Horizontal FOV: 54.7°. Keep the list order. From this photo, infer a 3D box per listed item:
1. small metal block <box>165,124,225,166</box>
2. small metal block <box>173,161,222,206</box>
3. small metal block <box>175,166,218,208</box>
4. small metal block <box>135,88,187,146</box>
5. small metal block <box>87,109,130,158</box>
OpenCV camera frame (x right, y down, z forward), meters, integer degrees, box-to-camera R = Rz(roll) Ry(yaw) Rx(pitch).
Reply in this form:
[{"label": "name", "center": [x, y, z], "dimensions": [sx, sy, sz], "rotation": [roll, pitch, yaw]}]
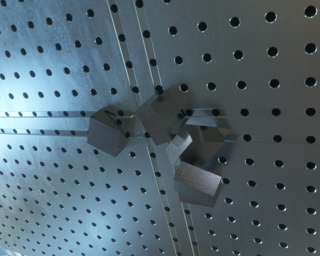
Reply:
[{"label": "small metal block", "center": [0.043, 0.022, 0.383], "dimensions": [0.050, 0.050, 0.025], "rotation": [-55, 43, 39]}, {"label": "small metal block", "center": [0.045, 0.070, 0.383], "dimensions": [0.050, 0.025, 0.050], "rotation": [21, 157, 14]}, {"label": "small metal block", "center": [0.052, 0.080, 0.432], "dimensions": [0.050, 0.025, 0.050], "rotation": [3, 120, 26]}, {"label": "small metal block", "center": [0.003, -0.014, 0.384], "dimensions": [0.025, 0.050, 0.050], "rotation": [-22, 107, 36]}, {"label": "small metal block", "center": [-0.077, 0.008, 0.455], "dimensions": [0.050, 0.025, 0.050], "rotation": [25, 127, 12]}]
